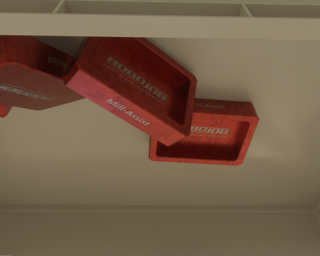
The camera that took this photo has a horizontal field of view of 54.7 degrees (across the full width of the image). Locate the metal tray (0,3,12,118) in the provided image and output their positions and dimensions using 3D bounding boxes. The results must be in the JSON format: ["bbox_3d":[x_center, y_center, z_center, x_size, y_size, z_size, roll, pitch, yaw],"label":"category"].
[{"bbox_3d":[-0.215,-0.076,0.338,0.091,0.030,0.129,9,130,-8],"label":"metal tray"}]

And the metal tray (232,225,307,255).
[{"bbox_3d":[0.203,0.243,0.576,0.130,0.090,0.030,-27,114,20],"label":"metal tray"}]

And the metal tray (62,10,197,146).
[{"bbox_3d":[-0.022,-0.050,0.320,0.130,0.090,0.030,32,138,-25],"label":"metal tray"}]

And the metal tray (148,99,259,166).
[{"bbox_3d":[0.053,0.006,0.411,0.131,0.030,0.089,4,130,-4],"label":"metal tray"}]

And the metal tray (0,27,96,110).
[{"bbox_3d":[-0.130,-0.049,0.304,0.090,0.030,0.130,-12,172,19],"label":"metal tray"}]
